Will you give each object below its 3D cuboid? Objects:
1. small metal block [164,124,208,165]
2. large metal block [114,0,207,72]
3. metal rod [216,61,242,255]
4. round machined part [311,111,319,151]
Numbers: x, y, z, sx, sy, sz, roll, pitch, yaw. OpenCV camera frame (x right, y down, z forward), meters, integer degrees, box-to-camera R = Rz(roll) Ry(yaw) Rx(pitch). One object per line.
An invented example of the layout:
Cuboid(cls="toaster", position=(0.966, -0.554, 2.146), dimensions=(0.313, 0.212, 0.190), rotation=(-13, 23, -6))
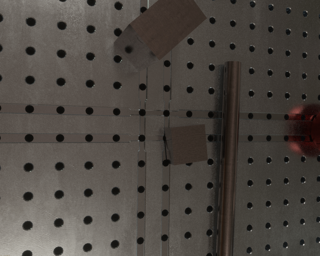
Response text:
Cuboid(cls="small metal block", position=(0.036, 0.022, 0.427), dimensions=(0.050, 0.025, 0.050), rotation=(-6, 92, -20))
Cuboid(cls="large metal block", position=(-0.003, -0.120, 0.383), dimensions=(0.080, 0.080, 0.050), rotation=(-44, 104, -15))
Cuboid(cls="metal rod", position=(0.100, 0.054, 0.451), dimensions=(0.025, 0.025, 0.298), rotation=(3, 89, -20))
Cuboid(cls="round machined part", position=(0.293, 0.005, 0.514), dimensions=(0.099, 0.042, 0.097), rotation=(0, 90, -21))
